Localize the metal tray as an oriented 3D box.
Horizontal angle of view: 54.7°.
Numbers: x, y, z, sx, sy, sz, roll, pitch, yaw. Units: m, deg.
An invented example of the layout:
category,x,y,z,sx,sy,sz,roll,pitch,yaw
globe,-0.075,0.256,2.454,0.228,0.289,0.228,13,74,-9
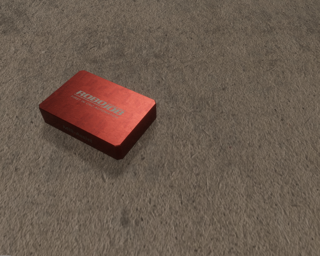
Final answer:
category,x,y,z,sx,sy,sz,roll,pitch,yaw
metal tray,-0.082,-0.022,0.418,0.130,0.030,0.090,25,54,19
